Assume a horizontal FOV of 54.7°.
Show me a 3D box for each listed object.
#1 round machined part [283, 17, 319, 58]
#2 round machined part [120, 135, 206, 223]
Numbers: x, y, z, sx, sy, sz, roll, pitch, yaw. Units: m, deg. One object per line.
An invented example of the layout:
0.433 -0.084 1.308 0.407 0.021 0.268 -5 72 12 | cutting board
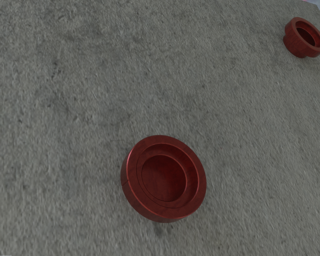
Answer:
0.313 -0.193 0.684 0.099 0.042 0.098 14 56 -21 | round machined part
0.001 0.061 0.358 0.099 0.042 0.098 14 56 -21 | round machined part
